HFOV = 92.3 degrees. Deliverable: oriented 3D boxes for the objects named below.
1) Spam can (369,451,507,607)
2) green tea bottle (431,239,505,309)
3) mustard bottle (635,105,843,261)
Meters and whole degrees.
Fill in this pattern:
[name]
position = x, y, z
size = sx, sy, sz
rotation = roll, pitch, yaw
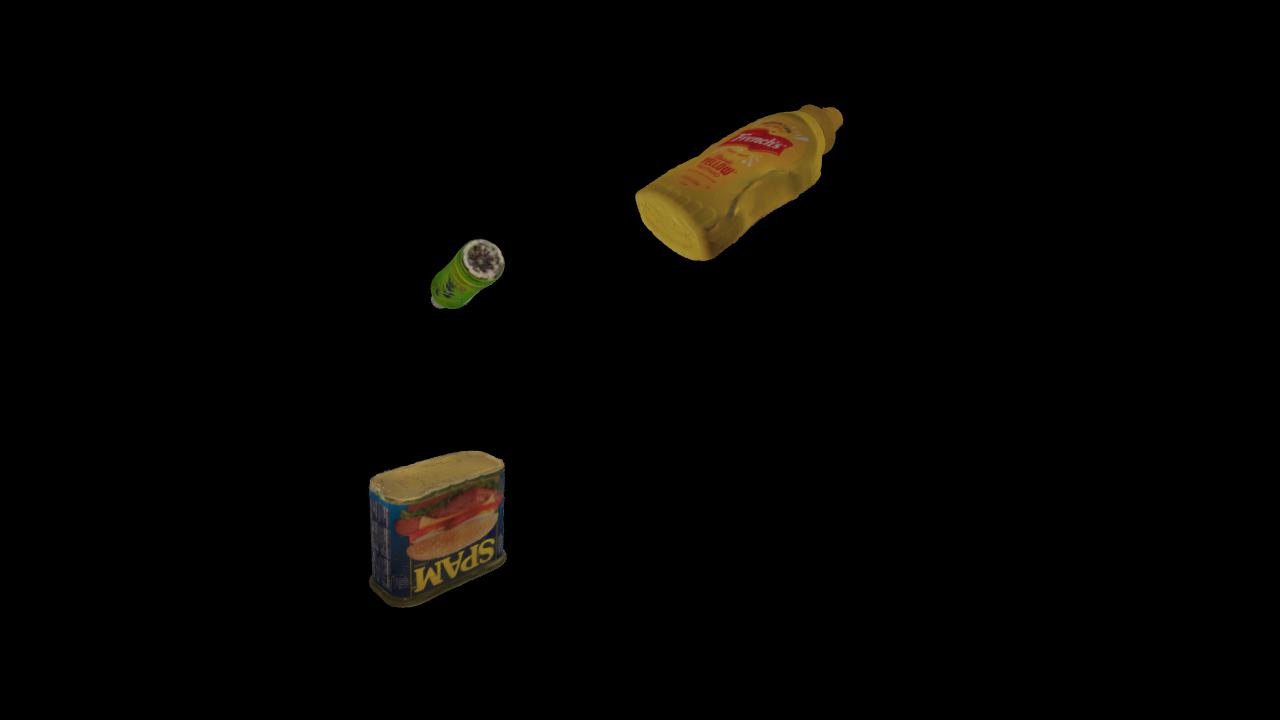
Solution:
[Spam can]
position = -0.152, 0.123, 0.470
size = 0.058, 0.085, 0.101
rotation = 15, 18, 39
[green tea bottle]
position = -0.288, -0.125, 0.989
size = 0.073, 0.073, 0.212
rotation = 0, -14, -35
[mustard bottle]
position = 0.092, -0.152, 0.491
size = 0.184, 0.054, 0.092
rotation = -36, 41, -14
